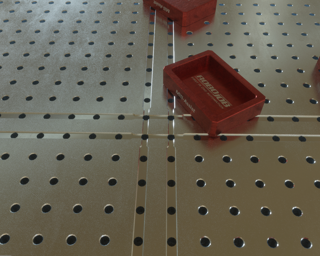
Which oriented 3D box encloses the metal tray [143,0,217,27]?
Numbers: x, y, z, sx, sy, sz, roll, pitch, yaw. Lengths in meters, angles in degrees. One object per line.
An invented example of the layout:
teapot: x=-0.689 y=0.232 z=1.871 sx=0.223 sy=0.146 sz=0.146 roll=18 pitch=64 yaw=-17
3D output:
metal tray: x=0.038 y=-0.258 z=0.622 sx=0.091 sy=0.030 sz=0.130 roll=-33 pitch=57 yaw=-25

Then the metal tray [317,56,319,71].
metal tray: x=0.300 y=-0.070 z=0.464 sx=0.090 sy=0.030 sz=0.130 roll=5 pitch=50 yaw=4

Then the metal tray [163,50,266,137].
metal tray: x=0.074 y=-0.056 z=0.451 sx=0.091 sy=0.030 sz=0.130 roll=-24 pitch=54 yaw=-19
